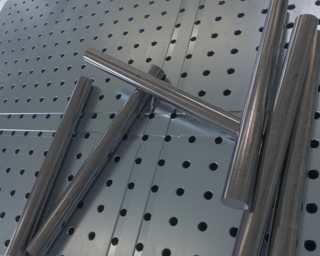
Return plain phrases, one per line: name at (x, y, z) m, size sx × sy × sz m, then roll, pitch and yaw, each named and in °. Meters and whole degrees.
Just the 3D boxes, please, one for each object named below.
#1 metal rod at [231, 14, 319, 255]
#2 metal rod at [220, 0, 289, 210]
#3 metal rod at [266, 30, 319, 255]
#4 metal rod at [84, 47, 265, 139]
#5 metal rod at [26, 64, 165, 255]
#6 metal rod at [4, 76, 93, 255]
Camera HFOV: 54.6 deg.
metal rod at (0.117, 0.014, 0.314) m, size 0.025 × 0.025 × 0.299 m, roll 10°, pitch 72°, yaw 32°
metal rod at (0.116, -0.052, 0.354) m, size 0.025 × 0.025 × 0.300 m, roll 3°, pitch 55°, yaw 30°
metal rod at (0.142, 0.020, 0.321) m, size 0.025 × 0.025 × 0.300 m, roll 5°, pitch 64°, yaw 30°
metal rod at (0.004, -0.049, 0.411) m, size 0.300 × 0.025 × 0.025 m, roll 30°, pitch 78°, yaw 29°
metal rod at (-0.082, 0.036, 0.430) m, size 0.025 × 0.025 × 0.300 m, roll 22°, pitch 73°, yaw 36°
metal rod at (-0.160, 0.051, 0.462) m, size 0.025 × 0.025 × 0.300 m, roll 0°, pitch 62°, yaw 28°
